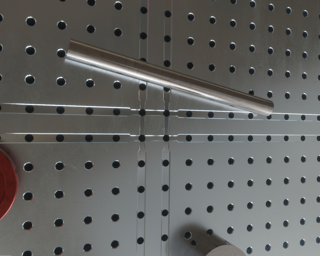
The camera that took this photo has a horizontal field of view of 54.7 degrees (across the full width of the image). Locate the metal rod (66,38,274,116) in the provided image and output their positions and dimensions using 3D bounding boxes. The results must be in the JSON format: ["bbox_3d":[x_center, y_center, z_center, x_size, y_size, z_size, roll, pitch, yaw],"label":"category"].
[{"bbox_3d":[0.028,-0.063,0.423,0.302,0.025,0.025,13,86,-20],"label":"metal rod"}]

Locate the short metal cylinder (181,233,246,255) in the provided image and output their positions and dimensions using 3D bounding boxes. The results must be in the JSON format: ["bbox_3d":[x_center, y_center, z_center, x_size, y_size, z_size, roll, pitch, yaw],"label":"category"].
[{"bbox_3d":[0.075,0.193,0.429,0.081,0.050,0.079,0,90,-21],"label":"short metal cylinder"}]

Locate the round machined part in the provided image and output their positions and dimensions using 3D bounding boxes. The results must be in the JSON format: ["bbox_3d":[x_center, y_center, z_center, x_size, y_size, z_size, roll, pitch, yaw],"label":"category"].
[{"bbox_3d":[-0.204,0.059,0.328,0.099,0.042,0.097,0,90,-21],"label":"round machined part"}]
